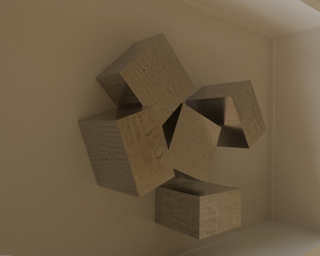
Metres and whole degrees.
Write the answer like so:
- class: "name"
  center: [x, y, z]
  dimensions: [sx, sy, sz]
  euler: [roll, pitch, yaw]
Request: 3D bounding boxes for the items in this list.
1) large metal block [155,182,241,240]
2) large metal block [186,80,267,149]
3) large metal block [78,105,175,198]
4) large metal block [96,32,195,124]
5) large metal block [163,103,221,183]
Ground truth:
- class: "large metal block"
  center: [0.051, 0.105, 0.415]
  dimensions: [0.081, 0.080, 0.050]
  euler: [1, 90, -40]
- class: "large metal block"
  center: [0.097, -0.019, 0.452]
  dimensions: [0.050, 0.080, 0.080]
  euler: [-38, 114, -34]
- class: "large metal block"
  center: [-0.038, 0.022, 0.339]
  dimensions: [0.050, 0.080, 0.080]
  euler: [-24, 106, -38]
- class: "large metal block"
  center: [-0.015, -0.055, 0.377]
  dimensions: [0.080, 0.050, 0.080]
  euler: [-50, 120, -29]
- class: "large metal block"
  center: [0.029, 0.021, 0.415]
  dimensions: [0.080, 0.050, 0.080]
  euler: [28, 72, -37]
